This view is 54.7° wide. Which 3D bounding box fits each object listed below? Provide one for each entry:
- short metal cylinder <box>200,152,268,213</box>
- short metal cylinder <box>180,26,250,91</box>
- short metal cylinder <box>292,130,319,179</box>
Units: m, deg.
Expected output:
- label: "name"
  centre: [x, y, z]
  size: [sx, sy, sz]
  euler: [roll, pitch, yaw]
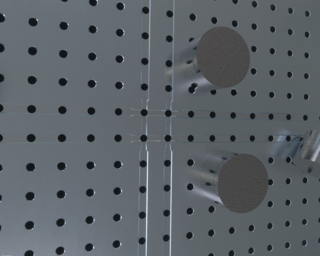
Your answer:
- label: "short metal cylinder"
  centre: [0.104, 0.074, 0.438]
  size: [0.081, 0.050, 0.079]
  euler: [0, 90, -20]
- label: "short metal cylinder"
  centre: [0.075, -0.092, 0.427]
  size: [0.081, 0.050, 0.079]
  euler: [0, 90, -20]
- label: "short metal cylinder"
  centre: [0.254, 0.045, 0.477]
  size: [0.080, 0.080, 0.050]
  euler: [34, 79, -17]
